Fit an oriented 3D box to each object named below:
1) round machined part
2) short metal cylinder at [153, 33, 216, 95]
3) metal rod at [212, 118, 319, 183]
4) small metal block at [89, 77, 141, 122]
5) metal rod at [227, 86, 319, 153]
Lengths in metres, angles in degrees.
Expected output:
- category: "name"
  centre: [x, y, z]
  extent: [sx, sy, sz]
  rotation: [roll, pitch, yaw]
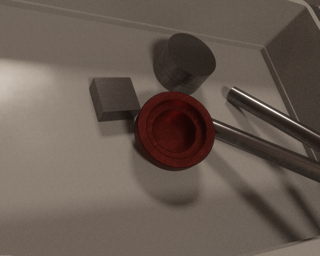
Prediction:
- category: "round machined part"
  centre: [0.015, 0.007, 0.391]
  extent: [0.099, 0.042, 0.098]
  rotation: [5, 70, -15]
- category: "short metal cylinder"
  centre: [0.037, -0.096, 0.470]
  extent: [0.081, 0.050, 0.080]
  rotation: [14, 56, -21]
- category: "metal rod"
  centre: [0.162, 0.039, 0.407]
  extent: [0.301, 0.025, 0.025]
  rotation: [23, 50, 11]
- category: "small metal block"
  centre: [-0.058, -0.037, 0.398]
  extent: [0.050, 0.025, 0.050]
  rotation: [-6, 65, -31]
- category: "metal rod"
  centre: [0.227, 0.021, 0.442]
  extent: [0.300, 0.025, 0.025]
  rotation: [35, 46, 26]
